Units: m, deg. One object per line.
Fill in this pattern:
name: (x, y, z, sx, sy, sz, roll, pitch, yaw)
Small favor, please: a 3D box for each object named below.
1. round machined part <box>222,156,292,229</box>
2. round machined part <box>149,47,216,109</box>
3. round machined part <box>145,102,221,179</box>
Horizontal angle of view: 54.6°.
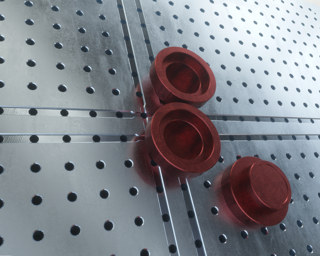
round machined part: (0.136, 0.082, 0.420, 0.099, 0.042, 0.098, 13, 56, -21)
round machined part: (0.029, -0.067, 0.454, 0.099, 0.042, 0.098, 13, 56, -21)
round machined part: (0.026, 0.019, 0.399, 0.099, 0.042, 0.098, 13, 56, -21)
